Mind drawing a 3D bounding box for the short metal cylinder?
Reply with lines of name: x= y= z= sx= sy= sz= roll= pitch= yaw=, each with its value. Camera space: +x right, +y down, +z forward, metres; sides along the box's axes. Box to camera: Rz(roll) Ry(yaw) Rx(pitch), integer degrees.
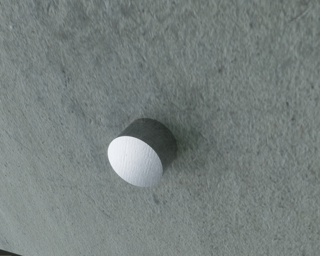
short metal cylinder: x=-0.023 y=0.033 z=0.422 sx=0.080 sy=0.050 sz=0.079 roll=13 pitch=124 yaw=20
